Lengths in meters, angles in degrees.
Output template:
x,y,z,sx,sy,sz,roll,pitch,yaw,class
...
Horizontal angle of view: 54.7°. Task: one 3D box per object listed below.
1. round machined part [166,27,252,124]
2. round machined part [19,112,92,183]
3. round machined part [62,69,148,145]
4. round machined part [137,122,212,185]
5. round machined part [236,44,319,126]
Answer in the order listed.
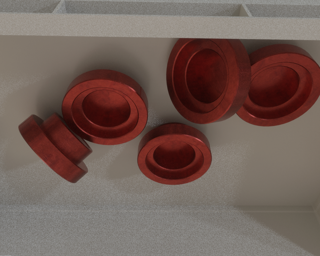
x,y,z,sx,sy,sz,roll,pitch,yaw,class
0.055,-0.055,0.328,0.042,0.098,0.097,-9,141,-40,round machined part
-0.123,0.019,0.386,0.042,0.098,0.098,-43,125,-8,round machined part
-0.063,-0.029,0.373,0.099,0.042,0.097,-1,130,0,round machined part
0.019,0.031,0.425,0.099,0.042,0.097,-1,130,0,round machined part
0.128,-0.052,0.356,0.099,0.042,0.097,-1,130,0,round machined part
